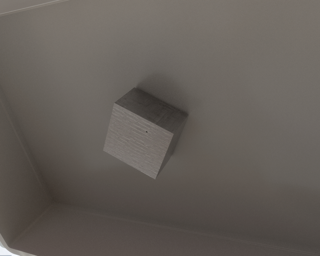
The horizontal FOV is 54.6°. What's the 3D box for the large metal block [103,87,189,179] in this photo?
[{"bbox_3d":[-0.020,0.007,0.403,0.080,0.050,0.079,28,127,10],"label":"large metal block"}]
